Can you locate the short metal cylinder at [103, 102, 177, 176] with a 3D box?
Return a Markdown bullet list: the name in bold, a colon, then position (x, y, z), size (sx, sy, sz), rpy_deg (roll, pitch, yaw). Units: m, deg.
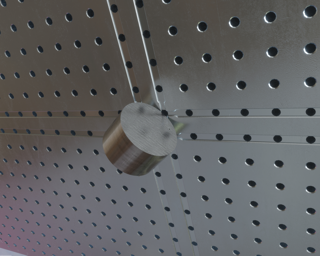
- **short metal cylinder**: position (-0.026, 0.014, 0.395), size (0.080, 0.080, 0.050), rpy_deg (42, 129, -1)
